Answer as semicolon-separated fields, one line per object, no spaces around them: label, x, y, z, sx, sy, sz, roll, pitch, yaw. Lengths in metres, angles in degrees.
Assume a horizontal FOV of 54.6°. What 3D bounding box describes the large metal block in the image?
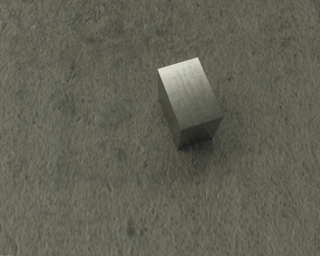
large metal block;0.034;-0.027;0.389;0.050;0.080;0.080;-18;71;-6
